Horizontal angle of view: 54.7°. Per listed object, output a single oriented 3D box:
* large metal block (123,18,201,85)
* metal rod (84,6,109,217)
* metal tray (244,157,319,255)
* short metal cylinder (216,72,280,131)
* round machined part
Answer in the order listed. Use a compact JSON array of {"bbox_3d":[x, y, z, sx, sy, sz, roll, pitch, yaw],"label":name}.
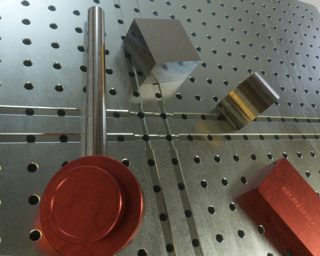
[{"bbox_3d":[0.002,-0.116,0.465,0.081,0.050,0.080,-12,68,-33],"label":"large metal block"},{"bbox_3d":[-0.080,-0.041,0.390,0.025,0.025,0.299,8,58,-25],"label":"metal rod"},{"bbox_3d":[0.191,0.117,0.439,0.091,0.030,0.130,-34,81,-38],"label":"metal tray"},{"bbox_3d":[0.132,-0.040,0.471,0.081,0.080,0.050,-34,82,-38],"label":"short metal cylinder"},{"bbox_3d":[-0.065,0.073,0.290,0.099,0.042,0.098,-2,71,5],"label":"round machined part"}]
